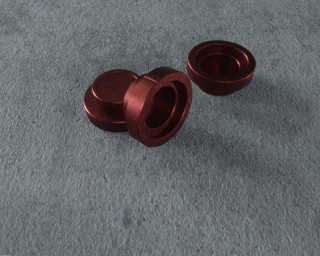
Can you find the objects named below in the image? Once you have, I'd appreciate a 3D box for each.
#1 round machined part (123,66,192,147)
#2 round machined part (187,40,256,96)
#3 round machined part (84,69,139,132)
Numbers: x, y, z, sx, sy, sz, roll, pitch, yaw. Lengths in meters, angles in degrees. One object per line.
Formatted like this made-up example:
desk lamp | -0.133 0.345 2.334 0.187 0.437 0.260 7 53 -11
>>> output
round machined part | -0.007 -0.029 0.381 0.042 0.097 0.099 29 55 33
round machined part | 0.089 -0.086 0.465 0.099 0.042 0.098 0 50 0
round machined part | -0.056 -0.044 0.429 0.099 0.042 0.098 0 50 0
